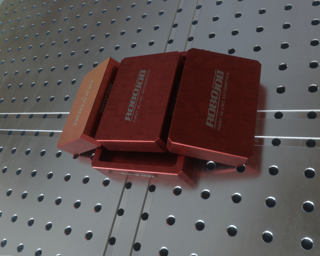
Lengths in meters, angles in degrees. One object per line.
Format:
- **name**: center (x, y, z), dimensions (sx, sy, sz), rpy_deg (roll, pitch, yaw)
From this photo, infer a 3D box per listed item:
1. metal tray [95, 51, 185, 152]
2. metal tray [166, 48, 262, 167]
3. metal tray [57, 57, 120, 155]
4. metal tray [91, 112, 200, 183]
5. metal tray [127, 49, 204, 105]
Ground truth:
- **metal tray**: center (-0.021, -0.035, 0.397), dimensions (0.090, 0.030, 0.130), rpy_deg (0, 61, 27)
- **metal tray**: center (0.065, -0.027, 0.362), dimensions (0.090, 0.030, 0.130), rpy_deg (12, 65, 3)
- **metal tray**: center (-0.099, -0.031, 0.451), dimensions (0.090, 0.030, 0.130), rpy_deg (-19, 50, 49)
- **metal tray**: center (-0.018, 0.019, 0.402), dimensions (0.130, 0.030, 0.090), rpy_deg (1, 62, 28)
- **metal tray**: center (0.002, -0.061, 0.440), dimensions (0.130, 0.030, 0.090), rpy_deg (1, 62, 28)
